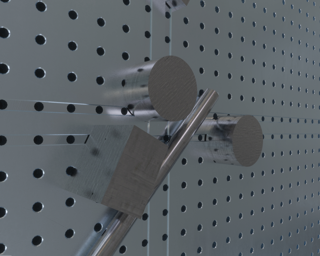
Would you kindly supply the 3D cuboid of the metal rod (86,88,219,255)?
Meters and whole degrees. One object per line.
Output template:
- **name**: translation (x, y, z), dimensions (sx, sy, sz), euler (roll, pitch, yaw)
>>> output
- **metal rod**: translation (-0.001, 0.056, 0.408), dimensions (0.025, 0.025, 0.301), euler (52, 60, -28)

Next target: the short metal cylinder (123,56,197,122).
- **short metal cylinder**: translation (0.001, -0.048, 0.394), dimensions (0.081, 0.050, 0.079), euler (0, 90, -40)

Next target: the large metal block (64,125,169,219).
- **large metal block**: translation (-0.048, 0.043, 0.334), dimensions (0.050, 0.080, 0.080), euler (34, 69, -35)

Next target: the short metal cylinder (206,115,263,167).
- **short metal cylinder**: translation (0.120, 0.019, 0.494), dimensions (0.081, 0.050, 0.079), euler (0, 90, -40)

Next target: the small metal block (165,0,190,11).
- **small metal block**: translation (0.022, -0.201, 0.428), dimensions (0.050, 0.025, 0.050), euler (40, 66, -33)
